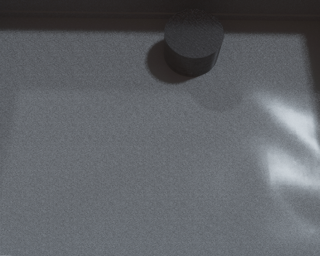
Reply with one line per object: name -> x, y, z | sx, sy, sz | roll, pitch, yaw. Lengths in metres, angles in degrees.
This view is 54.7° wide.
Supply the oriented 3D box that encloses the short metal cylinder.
short metal cylinder -> 0.046, -0.120, 0.440 | 0.081, 0.050, 0.080 | 0, 70, 0
